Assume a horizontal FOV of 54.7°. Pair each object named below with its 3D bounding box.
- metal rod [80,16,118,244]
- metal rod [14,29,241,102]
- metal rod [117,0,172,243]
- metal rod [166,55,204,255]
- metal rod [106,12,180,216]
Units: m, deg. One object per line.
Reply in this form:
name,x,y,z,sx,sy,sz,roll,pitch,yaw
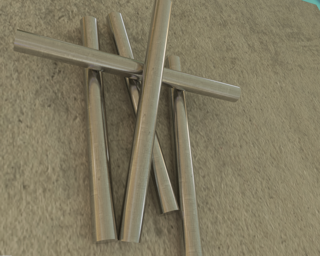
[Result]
metal rod,-0.078,-0.019,0.374,0.025,0.025,0.299,4,60,-27
metal rod,-0.024,-0.074,0.404,0.302,0.025,0.025,10,58,-23
metal rod,-0.014,-0.024,0.365,0.025,0.025,0.299,15,70,-21
metal rod,0.028,0.026,0.404,0.025,0.025,0.299,11,57,-23
metal rod,-0.029,-0.035,0.410,0.025,0.025,0.299,-3,63,-30
